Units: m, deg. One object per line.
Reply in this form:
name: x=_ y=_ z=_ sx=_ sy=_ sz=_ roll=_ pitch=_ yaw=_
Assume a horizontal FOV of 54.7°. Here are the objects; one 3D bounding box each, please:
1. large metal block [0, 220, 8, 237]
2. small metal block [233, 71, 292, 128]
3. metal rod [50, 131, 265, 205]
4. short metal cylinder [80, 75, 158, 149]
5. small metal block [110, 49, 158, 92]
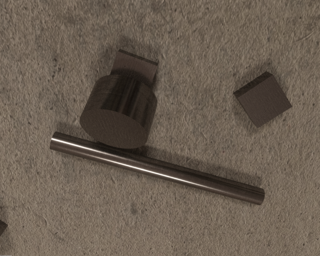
large metal block: x=-0.290 y=0.159 z=0.451 sx=0.080 sy=0.050 sz=0.080 roll=42 pitch=105 yaw=-14
small metal block: x=0.131 y=-0.036 z=0.398 sx=0.050 sy=0.025 sz=0.050 roll=-34 pitch=107 yaw=11
metal rod: x=0.001 y=0.058 z=0.431 sx=0.302 sy=0.025 sz=0.025 roll=16 pitch=109 yaw=-7
short metal cylinder: x=-0.048 y=-0.017 z=0.369 sx=0.080 sy=0.050 sz=0.080 roll=10 pitch=147 yaw=7
small metal block: x=-0.035 y=-0.064 z=0.386 sx=0.050 sy=0.025 sz=0.050 roll=19 pitch=109 yaw=-8
